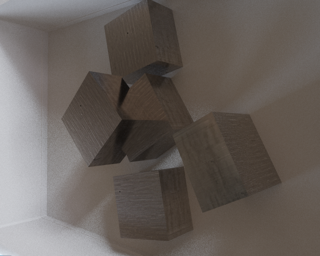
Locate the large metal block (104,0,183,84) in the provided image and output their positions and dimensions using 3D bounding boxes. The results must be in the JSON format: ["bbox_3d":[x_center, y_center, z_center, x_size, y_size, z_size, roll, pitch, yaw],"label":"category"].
[{"bbox_3d":[-0.023,-0.109,0.410,0.080,0.050,0.080,-16,80,39],"label":"large metal block"}]

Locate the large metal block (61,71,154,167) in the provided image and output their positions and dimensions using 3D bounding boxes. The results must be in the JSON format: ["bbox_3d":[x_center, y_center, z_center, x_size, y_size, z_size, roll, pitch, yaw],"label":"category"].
[{"bbox_3d":[-0.067,-0.010,0.381,0.080,0.050,0.080,-51,60,28],"label":"large metal block"}]

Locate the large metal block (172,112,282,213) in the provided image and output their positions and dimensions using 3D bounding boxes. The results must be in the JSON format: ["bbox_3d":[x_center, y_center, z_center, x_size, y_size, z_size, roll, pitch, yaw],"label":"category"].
[{"bbox_3d":[0.069,0.032,0.314,0.050,0.081,0.080,-33,70,35],"label":"large metal block"}]

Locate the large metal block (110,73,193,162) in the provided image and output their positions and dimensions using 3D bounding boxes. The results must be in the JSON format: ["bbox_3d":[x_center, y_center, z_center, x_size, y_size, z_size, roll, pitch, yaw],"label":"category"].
[{"bbox_3d":[-0.012,-0.012,0.400,0.080,0.050,0.080,-39,67,33],"label":"large metal block"}]

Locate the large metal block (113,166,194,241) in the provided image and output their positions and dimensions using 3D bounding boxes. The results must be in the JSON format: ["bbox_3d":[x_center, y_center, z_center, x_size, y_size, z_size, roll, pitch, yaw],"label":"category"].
[{"bbox_3d":[-0.010,0.096,0.399,0.080,0.050,0.080,-14,81,39],"label":"large metal block"}]
